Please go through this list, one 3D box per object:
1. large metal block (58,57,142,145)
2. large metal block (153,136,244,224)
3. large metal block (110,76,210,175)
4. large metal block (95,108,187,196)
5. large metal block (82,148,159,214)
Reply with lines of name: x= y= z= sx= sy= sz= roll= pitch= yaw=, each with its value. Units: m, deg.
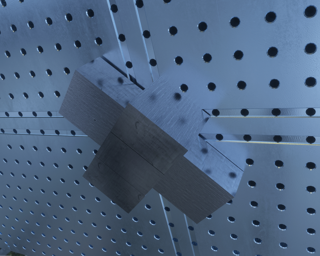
large metal block: x=-0.077 y=-0.032 z=0.410 sx=0.080 sy=0.050 sz=0.080 roll=38 pitch=130 yaw=2
large metal block: x=0.048 y=0.068 z=0.411 sx=0.080 sy=0.050 sz=0.080 roll=39 pitch=130 yaw=1
large metal block: x=0.003 y=-0.005 z=0.370 sx=0.080 sy=0.080 sz=0.050 roll=39 pitch=129 yaw=1
large metal block: x=-0.021 y=0.025 z=0.402 sx=0.080 sy=0.080 sz=0.050 roll=39 pitch=129 yaw=1
large metal block: x=-0.045 y=0.056 z=0.433 sx=0.080 sy=0.080 sz=0.050 roll=39 pitch=129 yaw=1
